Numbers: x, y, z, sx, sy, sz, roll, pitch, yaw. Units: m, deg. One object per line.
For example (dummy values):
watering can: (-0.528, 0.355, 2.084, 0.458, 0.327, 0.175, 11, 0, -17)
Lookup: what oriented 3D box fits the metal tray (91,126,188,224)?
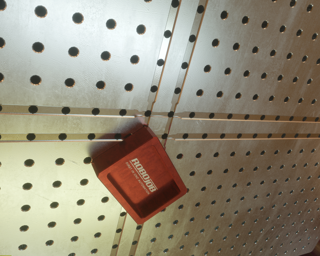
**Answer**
metal tray: (-0.024, 0.071, 0.437, 0.090, 0.030, 0.130, -34, 129, -6)
